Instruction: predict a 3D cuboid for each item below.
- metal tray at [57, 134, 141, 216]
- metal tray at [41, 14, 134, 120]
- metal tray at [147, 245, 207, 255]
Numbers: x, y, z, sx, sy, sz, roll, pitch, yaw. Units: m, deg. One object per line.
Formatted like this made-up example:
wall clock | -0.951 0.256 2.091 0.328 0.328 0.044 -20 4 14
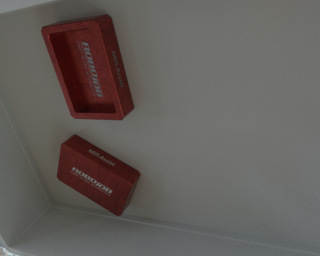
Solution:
metal tray | -0.104 0.078 0.509 0.130 0.030 0.089 29 128 9
metal tray | -0.093 -0.075 0.407 0.090 0.030 0.129 2 120 27
metal tray | 0.046 0.259 0.543 0.130 0.030 0.089 1 119 28
